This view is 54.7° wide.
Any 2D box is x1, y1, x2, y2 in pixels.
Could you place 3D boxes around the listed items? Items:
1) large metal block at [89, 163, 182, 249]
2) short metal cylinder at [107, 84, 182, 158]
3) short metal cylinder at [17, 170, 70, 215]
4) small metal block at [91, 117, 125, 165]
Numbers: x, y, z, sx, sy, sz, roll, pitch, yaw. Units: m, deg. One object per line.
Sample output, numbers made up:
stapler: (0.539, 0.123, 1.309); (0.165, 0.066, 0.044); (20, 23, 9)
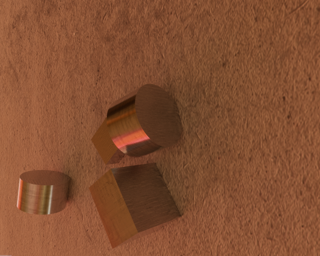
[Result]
large metal block: (-0.031, 0.095, 0.395); (0.050, 0.081, 0.080); (-41, 65, 32)
short metal cylinder: (-0.018, -0.008, 0.384); (0.050, 0.081, 0.080); (-23, 76, 38)
short metal cylinder: (-0.201, 0.109, 0.535); (0.080, 0.081, 0.050); (15, 100, 39)
small metal block: (-0.071, 0.019, 0.464); (0.050, 0.025, 0.050); (-51, 61, 28)
